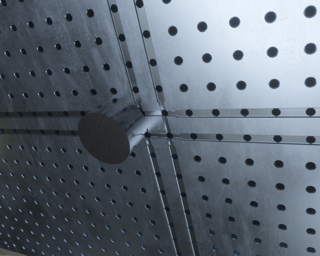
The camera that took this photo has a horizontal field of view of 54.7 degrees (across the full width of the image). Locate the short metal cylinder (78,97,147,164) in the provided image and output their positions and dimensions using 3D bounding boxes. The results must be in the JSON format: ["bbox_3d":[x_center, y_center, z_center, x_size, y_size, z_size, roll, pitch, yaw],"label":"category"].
[{"bbox_3d":[-0.065,0.003,0.430,0.080,0.050,0.079,13,124,20],"label":"short metal cylinder"}]
